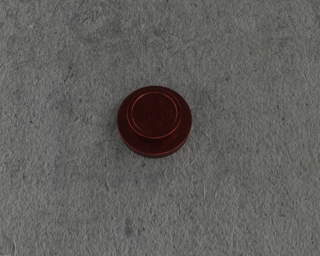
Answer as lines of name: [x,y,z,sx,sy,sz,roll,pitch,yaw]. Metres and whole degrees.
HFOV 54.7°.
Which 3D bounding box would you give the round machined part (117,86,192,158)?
round machined part: [-0.007,-0.012,0.404,0.099,0.042,0.098,0,70,-1]
